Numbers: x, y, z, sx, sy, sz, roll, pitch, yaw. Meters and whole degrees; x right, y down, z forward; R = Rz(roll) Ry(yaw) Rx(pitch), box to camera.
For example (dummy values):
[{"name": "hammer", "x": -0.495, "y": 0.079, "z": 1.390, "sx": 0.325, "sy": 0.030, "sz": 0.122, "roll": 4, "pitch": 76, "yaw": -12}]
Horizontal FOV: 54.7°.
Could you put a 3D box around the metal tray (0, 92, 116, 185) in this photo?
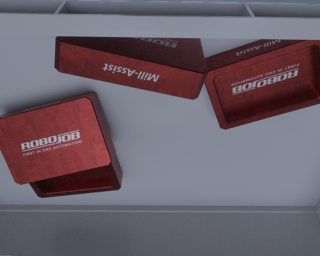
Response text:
[{"name": "metal tray", "x": -0.132, "y": 0.014, "z": 0.391, "sx": 0.131, "sy": 0.030, "sz": 0.089, "roll": -13, "pitch": 107, "yaw": 7}]

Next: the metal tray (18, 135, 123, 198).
[{"name": "metal tray", "x": -0.129, "y": 0.058, "z": 0.453, "sx": 0.131, "sy": 0.030, "sz": 0.090, "roll": -7, "pitch": 130, "yaw": 5}]

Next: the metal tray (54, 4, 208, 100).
[{"name": "metal tray", "x": -0.024, "y": -0.076, "z": 0.300, "sx": 0.131, "sy": 0.090, "sz": 0.030, "roll": 11, "pitch": 129, "yaw": -9}]

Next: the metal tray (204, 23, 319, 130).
[{"name": "metal tray", "x": 0.122, "y": -0.055, "z": 0.359, "sx": 0.130, "sy": 0.030, "sz": 0.090, "roll": -16, "pitch": 129, "yaw": 13}]
